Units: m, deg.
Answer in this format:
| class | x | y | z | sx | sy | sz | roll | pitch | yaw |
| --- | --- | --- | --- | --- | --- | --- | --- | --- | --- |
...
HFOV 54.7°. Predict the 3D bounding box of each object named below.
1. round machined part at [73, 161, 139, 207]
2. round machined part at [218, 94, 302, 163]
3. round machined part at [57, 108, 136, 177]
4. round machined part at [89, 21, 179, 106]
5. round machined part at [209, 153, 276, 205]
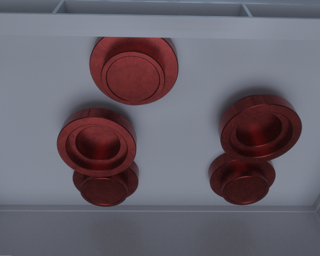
| class | x | y | z | sx | sy | sz | roll | pitch | yaw |
| --- | --- | --- | --- | --- | --- | --- | --- | --- | --- |
| round machined part | -0.082 | 0.082 | 0.467 | 0.099 | 0.042 | 0.097 | -1 | 131 | 0 |
| round machined part | 0.124 | -0.003 | 0.397 | 0.099 | 0.042 | 0.097 | -1 | 130 | 0 |
| round machined part | -0.080 | 0.014 | 0.405 | 0.099 | 0.042 | 0.097 | -1 | 125 | -1 |
| round machined part | -0.029 | -0.064 | 0.343 | 0.099 | 0.042 | 0.097 | -1 | 130 | 0 |
| round machined part | 0.125 | 0.080 | 0.468 | 0.099 | 0.042 | 0.097 | -1 | 130 | 0 |
